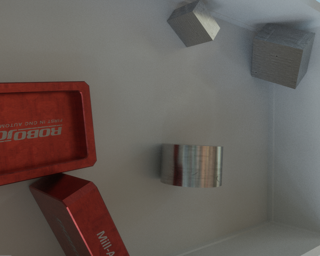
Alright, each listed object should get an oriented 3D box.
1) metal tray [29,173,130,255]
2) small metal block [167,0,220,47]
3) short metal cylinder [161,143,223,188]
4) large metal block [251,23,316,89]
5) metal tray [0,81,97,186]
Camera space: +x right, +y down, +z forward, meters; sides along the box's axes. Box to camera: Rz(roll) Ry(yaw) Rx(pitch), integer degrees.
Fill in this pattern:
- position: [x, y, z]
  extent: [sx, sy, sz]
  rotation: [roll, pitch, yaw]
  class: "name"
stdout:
- position: [-0.072, 0.109, 0.305]
  extent: [0.030, 0.090, 0.129]
  rotation: [-33, 111, -35]
  class: "metal tray"
- position: [0.046, -0.144, 0.431]
  extent: [0.050, 0.050, 0.025]
  rotation: [45, 63, -31]
  class: "small metal block"
- position: [0.042, 0.047, 0.408]
  extent: [0.081, 0.080, 0.050]
  rotation: [5, 87, -40]
  class: "short metal cylinder"
- position: [0.207, -0.123, 0.529]
  extent: [0.050, 0.080, 0.080]
  rotation: [-48, 146, -27]
  class: "large metal block"
- position: [-0.129, 0.003, 0.295]
  extent: [0.131, 0.030, 0.089]
  rotation: [-8, 96, -40]
  class: "metal tray"
